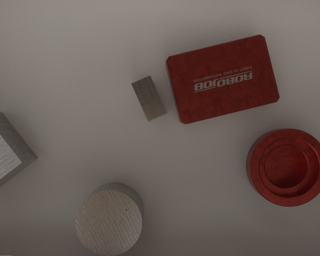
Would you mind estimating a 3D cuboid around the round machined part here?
[{"bbox_3d":[0.161,0.049,0.405,0.099,0.042,0.097,0,90,-1],"label":"round machined part"}]

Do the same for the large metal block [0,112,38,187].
[{"bbox_3d":[-0.222,0.034,0.396,0.080,0.050,0.080,-38,91,0],"label":"large metal block"}]

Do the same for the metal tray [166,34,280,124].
[{"bbox_3d":[0.081,-0.063,0.410,0.131,0.030,0.089,-14,90,-1],"label":"metal tray"}]

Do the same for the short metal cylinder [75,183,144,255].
[{"bbox_3d":[-0.062,0.115,0.398,0.081,0.050,0.079,0,90,-1],"label":"short metal cylinder"}]

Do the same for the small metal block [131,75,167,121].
[{"bbox_3d":[-0.013,-0.036,0.399,0.025,0.050,0.050,-24,90,0],"label":"small metal block"}]
